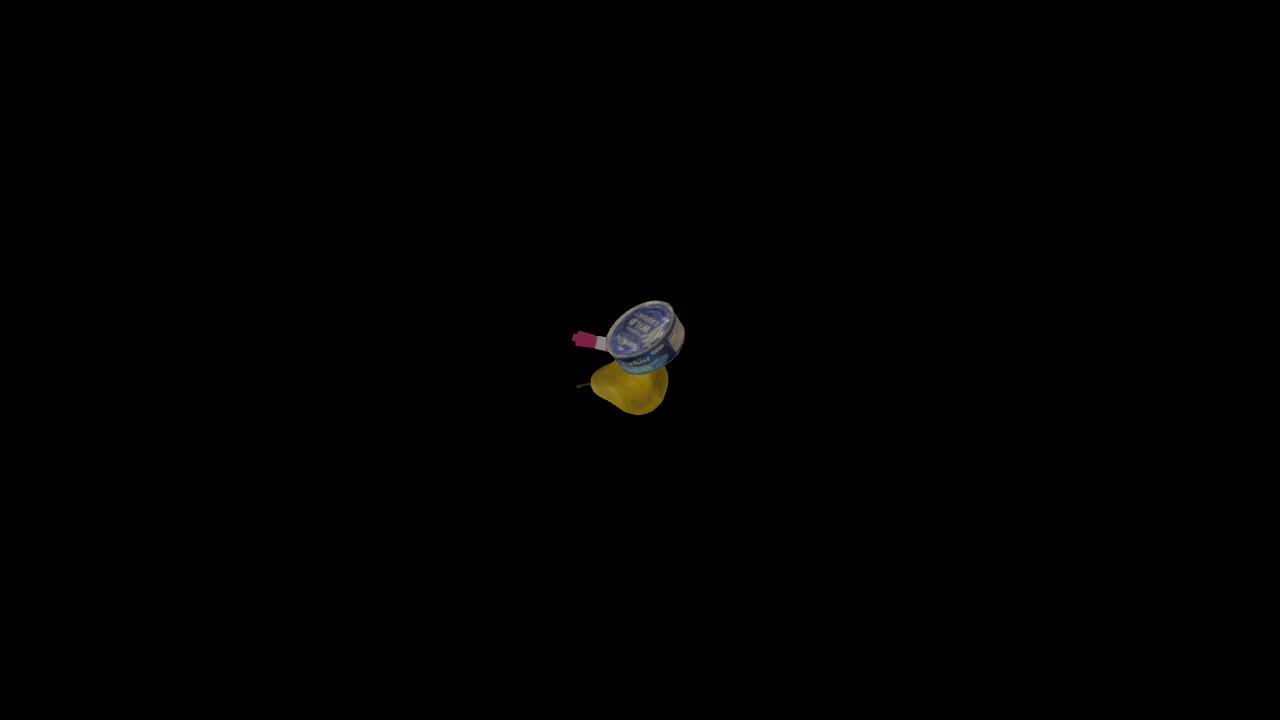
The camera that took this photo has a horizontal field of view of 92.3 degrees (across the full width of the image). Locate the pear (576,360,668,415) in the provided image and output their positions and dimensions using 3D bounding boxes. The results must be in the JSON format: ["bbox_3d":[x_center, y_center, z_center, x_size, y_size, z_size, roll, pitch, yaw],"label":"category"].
[{"bbox_3d":[-0.022,0.026,0.762,0.111,0.080,0.080,6,3,27],"label":"pear"}]

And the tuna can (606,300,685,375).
[{"bbox_3d":[0.006,-0.024,0.671,0.084,0.084,0.034,0,-41,39],"label":"tuna can"}]

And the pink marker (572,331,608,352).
[{"bbox_3d":[-0.025,-0.016,0.765,0.121,0.020,0.020,12,-4,-19],"label":"pink marker"}]
